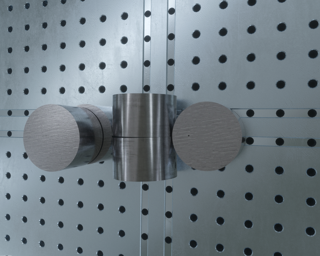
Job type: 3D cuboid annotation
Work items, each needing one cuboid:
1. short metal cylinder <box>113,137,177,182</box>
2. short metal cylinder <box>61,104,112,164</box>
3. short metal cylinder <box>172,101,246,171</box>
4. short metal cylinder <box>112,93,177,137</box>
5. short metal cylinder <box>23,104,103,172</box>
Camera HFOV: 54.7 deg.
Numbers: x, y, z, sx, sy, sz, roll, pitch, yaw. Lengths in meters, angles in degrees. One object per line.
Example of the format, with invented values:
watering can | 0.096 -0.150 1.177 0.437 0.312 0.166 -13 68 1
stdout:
short metal cylinder | -0.019 0.036 0.390 0.080 0.080 0.050 -1 90 20
short metal cylinder | -0.090 0.008 0.431 0.080 0.050 0.079 0 90 19
short metal cylinder | 0.061 0.009 0.377 0.080 0.050 0.079 0 90 19
short metal cylinder | -0.019 -0.015 0.390 0.080 0.080 0.050 1 91 20
short metal cylinder | -0.120 0.011 0.387 0.080 0.050 0.079 0 90 20
